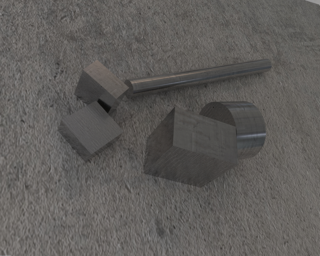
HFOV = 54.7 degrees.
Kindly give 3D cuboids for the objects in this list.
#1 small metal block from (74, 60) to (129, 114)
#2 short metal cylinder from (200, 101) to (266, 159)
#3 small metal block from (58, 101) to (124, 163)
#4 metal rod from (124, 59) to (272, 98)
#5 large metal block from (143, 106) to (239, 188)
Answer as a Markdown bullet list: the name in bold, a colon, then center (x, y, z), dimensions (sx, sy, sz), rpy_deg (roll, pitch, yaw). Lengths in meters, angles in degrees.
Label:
- **small metal block**: center (-0.072, -0.045, 0.376), dimensions (0.050, 0.050, 0.025), rpy_deg (41, 51, 0)
- **short metal cylinder**: center (0.093, 0.004, 0.416), dimensions (0.050, 0.080, 0.080), rpy_deg (-4, 64, -30)
- **small metal block**: center (-0.080, 0.004, 0.359), dimensions (0.050, 0.025, 0.050), rpy_deg (48, 51, 5)
- **metal rod**: center (0.079, -0.085, 0.497), dimensions (0.302, 0.025, 0.025), rpy_deg (-15, 70, -34)
- **large metal block**: center (0.035, 0.027, 0.371), dimensions (0.081, 0.080, 0.050), rpy_deg (17, 55, -19)
